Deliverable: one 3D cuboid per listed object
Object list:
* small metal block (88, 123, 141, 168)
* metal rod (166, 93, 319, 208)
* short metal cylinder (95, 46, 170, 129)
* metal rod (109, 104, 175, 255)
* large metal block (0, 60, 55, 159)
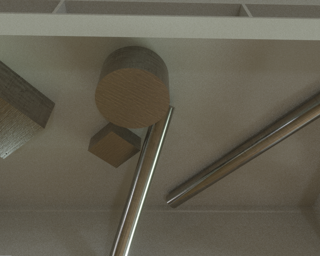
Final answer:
[{"bbox_3d":[-0.062,0.023,0.427,0.050,0.025,0.050,-37,122,27],"label":"small metal block"},{"bbox_3d":[0.121,0.037,0.442,0.025,0.025,0.299,35,122,-26],"label":"metal rod"},{"bbox_3d":[-0.030,-0.046,0.353,0.081,0.050,0.079,0,130,0],"label":"short metal cylinder"},{"bbox_3d":[-0.037,0.111,0.416,0.025,0.025,0.298,15,101,-13],"label":"metal rod"},{"bbox_3d":[-0.191,-0.020,0.373,0.080,0.050,0.080,-31,124,23],"label":"large metal block"}]
